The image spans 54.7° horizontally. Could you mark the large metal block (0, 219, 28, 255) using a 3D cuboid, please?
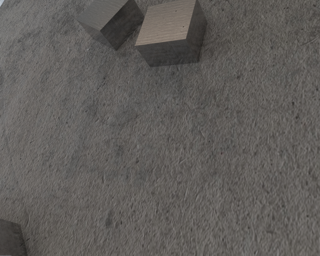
[{"bbox_3d":[-0.221,0.175,0.397,0.080,0.050,0.080,-39,51,1],"label":"large metal block"}]

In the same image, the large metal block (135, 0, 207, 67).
[{"bbox_3d":[0.019,-0.142,0.465,0.080,0.050,0.080,1,62,28],"label":"large metal block"}]

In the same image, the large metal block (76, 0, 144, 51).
[{"bbox_3d":[-0.088,-0.195,0.554,0.080,0.050,0.080,35,81,38],"label":"large metal block"}]
